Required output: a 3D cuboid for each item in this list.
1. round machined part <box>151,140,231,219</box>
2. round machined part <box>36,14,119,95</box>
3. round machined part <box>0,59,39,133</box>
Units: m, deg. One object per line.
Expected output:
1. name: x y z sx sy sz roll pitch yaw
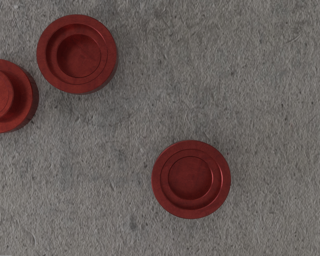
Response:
1. round machined part: 0.039 0.064 0.402 0.099 0.042 0.097 0 90 0
2. round machined part: -0.102 -0.091 0.400 0.099 0.042 0.097 0 90 0
3. round machined part: -0.213 -0.041 0.400 0.099 0.042 0.097 0 90 0
